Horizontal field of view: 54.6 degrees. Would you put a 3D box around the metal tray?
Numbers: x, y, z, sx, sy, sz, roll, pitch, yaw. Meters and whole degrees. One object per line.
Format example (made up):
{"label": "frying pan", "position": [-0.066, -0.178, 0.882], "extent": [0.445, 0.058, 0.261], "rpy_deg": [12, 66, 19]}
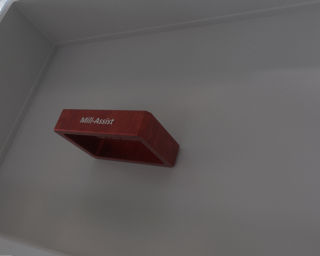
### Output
{"label": "metal tray", "position": [-0.053, 0.013, 0.384], "extent": [0.130, 0.090, 0.030], "rpy_deg": [3, 63, 29]}
